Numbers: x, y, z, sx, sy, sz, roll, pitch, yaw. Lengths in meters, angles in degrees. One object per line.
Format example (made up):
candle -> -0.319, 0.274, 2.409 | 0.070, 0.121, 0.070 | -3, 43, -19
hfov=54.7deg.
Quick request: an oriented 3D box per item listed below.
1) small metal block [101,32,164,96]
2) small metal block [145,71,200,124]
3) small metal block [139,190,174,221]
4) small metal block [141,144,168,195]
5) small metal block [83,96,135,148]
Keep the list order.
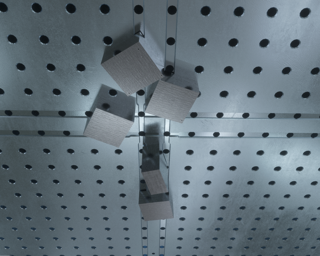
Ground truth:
small metal block -> -0.030, -0.071, 0.351 | 0.050, 0.025, 0.050 | -26, 126, 20
small metal block -> 0.014, -0.038, 0.380 | 0.050, 0.025, 0.050 | 16, 128, -14
small metal block -> -0.006, 0.130, 0.523 | 0.050, 0.025, 0.050 | -8, 130, 6
small metal block -> -0.007, 0.059, 0.446 | 0.025, 0.050, 0.050 | -11, 129, 9
small metal block -> -0.066, -0.007, 0.405 | 0.050, 0.025, 0.050 | 21, 127, -18
